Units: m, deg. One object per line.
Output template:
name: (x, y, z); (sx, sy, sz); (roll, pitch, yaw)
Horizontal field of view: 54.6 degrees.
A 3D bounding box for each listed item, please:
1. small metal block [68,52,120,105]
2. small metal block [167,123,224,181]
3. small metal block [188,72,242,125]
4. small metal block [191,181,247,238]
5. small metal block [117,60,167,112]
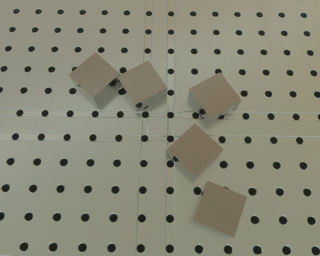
small metal block: (-0.090, -0.070, 0.437); (0.050, 0.025, 0.050); (42, 75, 14)
small metal block: (0.045, 0.031, 0.401); (0.050, 0.025, 0.050); (-43, 76, -14)
small metal block: (0.074, -0.041, 0.427); (0.050, 0.025, 0.050); (-29, 73, -10)
small metal block: (0.071, 0.099, 0.376); (0.050, 0.025, 0.050); (21, 71, 7)
small metal block: (-0.025, -0.058, 0.433); (0.050, 0.025, 0.050); (-30, 73, -10)
